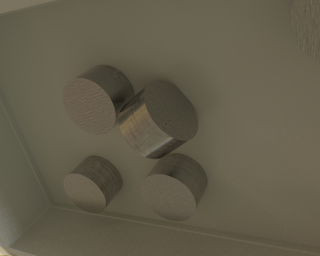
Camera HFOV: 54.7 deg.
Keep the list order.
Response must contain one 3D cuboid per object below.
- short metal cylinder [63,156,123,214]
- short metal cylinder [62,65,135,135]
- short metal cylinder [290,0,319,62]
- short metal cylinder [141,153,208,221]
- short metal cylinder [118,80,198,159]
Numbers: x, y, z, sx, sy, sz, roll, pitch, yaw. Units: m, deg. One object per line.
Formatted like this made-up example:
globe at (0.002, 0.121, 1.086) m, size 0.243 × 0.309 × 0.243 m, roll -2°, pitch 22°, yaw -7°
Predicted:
short metal cylinder at (-0.109, 0.092, 0.507) m, size 0.080 × 0.050 × 0.079 m, roll 13°, pitch 124°, yaw 21°
short metal cylinder at (-0.080, -0.038, 0.412) m, size 0.080 × 0.050 × 0.079 m, roll 13°, pitch 124°, yaw 21°
short metal cylinder at (0.152, -0.097, 0.252) m, size 0.080 × 0.050 × 0.079 m, roll 13°, pitch 124°, yaw 21°
short metal cylinder at (0.020, 0.082, 0.433) m, size 0.080 × 0.050 × 0.079 m, roll 13°, pitch 124°, yaw 21°
short metal cylinder at (-0.001, -0.010, 0.368) m, size 0.080 × 0.080 × 0.050 m, roll 48°, pitch 129°, yaw -6°
